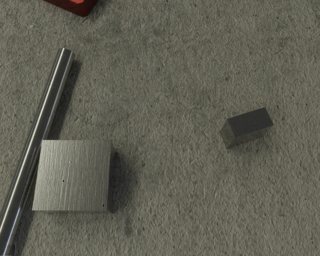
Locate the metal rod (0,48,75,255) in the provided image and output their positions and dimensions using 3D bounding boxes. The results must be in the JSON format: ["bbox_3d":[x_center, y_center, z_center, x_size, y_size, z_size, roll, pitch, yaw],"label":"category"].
[{"bbox_3d":[-0.162,0.030,0.394,0.025,0.025,0.299,10,70,3],"label":"metal rod"}]

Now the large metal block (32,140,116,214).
[{"bbox_3d":[-0.098,0.060,0.372,0.081,0.050,0.080,0,70,0],"label":"large metal block"}]

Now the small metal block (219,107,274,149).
[{"bbox_3d":[0.109,0.001,0.396,0.050,0.050,0.025,-17,71,-7],"label":"small metal block"}]

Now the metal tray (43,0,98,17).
[{"bbox_3d":[-0.127,-0.248,0.495,0.090,0.030,0.130,26,72,8],"label":"metal tray"}]
